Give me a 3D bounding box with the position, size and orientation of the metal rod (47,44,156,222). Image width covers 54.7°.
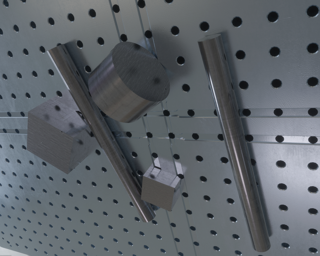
[{"bbox_3d":[-0.080,0.019,0.465,0.025,0.025,0.299,-13,112,33],"label":"metal rod"}]

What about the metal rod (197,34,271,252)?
[{"bbox_3d":[0.098,0.035,0.381,0.025,0.025,0.298,-6,116,31],"label":"metal rod"}]

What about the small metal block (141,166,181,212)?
[{"bbox_3d":[0.001,0.092,0.468,0.050,0.025,0.050,18,126,17],"label":"small metal block"}]

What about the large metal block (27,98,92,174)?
[{"bbox_3d":[-0.157,0.013,0.486,0.080,0.050,0.079,28,128,10],"label":"large metal block"}]

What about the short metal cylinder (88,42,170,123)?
[{"bbox_3d":[-0.035,-0.053,0.362,0.080,0.080,0.050,49,129,-7],"label":"short metal cylinder"}]
